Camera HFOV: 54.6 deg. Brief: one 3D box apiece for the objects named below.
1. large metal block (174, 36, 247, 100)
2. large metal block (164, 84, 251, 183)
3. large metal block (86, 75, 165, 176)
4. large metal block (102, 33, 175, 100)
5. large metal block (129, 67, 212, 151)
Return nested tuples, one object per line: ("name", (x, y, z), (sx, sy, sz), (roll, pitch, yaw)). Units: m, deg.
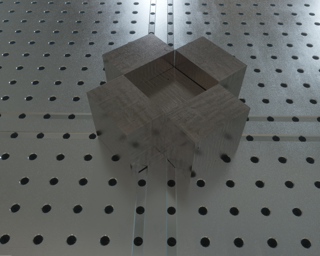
("large metal block", (0.064, -0.065, 0.428), (0.050, 0.080, 0.080), (-31, 57, -24))
("large metal block", (0.053, 0.007, 0.368), (0.080, 0.080, 0.050), (-30, 56, -23))
("large metal block", (-0.039, -0.003, 0.374), (0.050, 0.080, 0.080), (-32, 57, -24))
("large metal block", (-0.027, -0.073, 0.434), (0.080, 0.080, 0.050), (-31, 57, -24))
("large metal block", (0.014, -0.025, 0.411), (0.080, 0.050, 0.080), (-32, 56, -22))
